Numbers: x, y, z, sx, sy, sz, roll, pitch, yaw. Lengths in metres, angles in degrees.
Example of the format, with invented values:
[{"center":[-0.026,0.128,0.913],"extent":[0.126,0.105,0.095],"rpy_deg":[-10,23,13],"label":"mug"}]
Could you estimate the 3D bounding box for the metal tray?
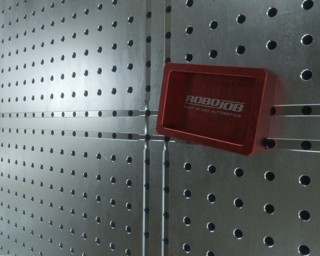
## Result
[{"center":[0.058,-0.026,0.356],"extent":[0.130,0.030,0.089],"rpy_deg":[13,98,39],"label":"metal tray"}]
